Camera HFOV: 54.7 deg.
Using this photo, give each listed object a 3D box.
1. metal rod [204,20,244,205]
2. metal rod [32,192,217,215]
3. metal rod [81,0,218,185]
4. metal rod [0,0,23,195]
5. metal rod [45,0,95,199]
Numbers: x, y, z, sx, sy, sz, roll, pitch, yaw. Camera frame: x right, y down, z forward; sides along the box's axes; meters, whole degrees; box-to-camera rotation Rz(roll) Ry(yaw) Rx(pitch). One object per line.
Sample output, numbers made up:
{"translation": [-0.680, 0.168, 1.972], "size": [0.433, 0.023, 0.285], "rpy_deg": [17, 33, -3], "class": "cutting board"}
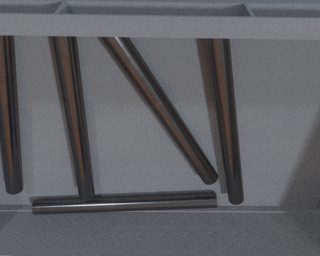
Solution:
{"translation": [0.091, 0.005, 0.413], "size": [0.025, 0.025, 0.299], "rpy_deg": [-10, 130, 8], "class": "metal rod"}
{"translation": [-0.058, 0.126, 0.515], "size": [0.302, 0.025, 0.025], "rpy_deg": [-3, 130, 2], "class": "metal rod"}
{"translation": [0.005, -0.023, 0.389], "size": [0.025, 0.025, 0.300], "rpy_deg": [-23, 127, 18], "class": "metal rod"}
{"translation": [-0.193, -0.016, 0.393], "size": [0.025, 0.025, 0.298], "rpy_deg": [10, 130, -9], "class": "metal rod"}
{"translation": [-0.108, -0.010, 0.398], "size": [0.025, 0.025, 0.298], "rpy_deg": [3, 130, -2], "class": "metal rod"}
